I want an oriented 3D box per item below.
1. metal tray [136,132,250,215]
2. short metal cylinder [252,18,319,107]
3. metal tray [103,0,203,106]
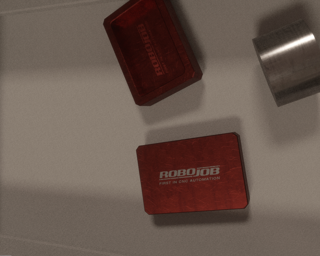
[{"bbox_3d":[0.040,0.058,0.393,0.130,0.030,0.089,-9,87,19],"label":"metal tray"},{"bbox_3d":[0.138,-0.068,0.333,0.050,0.080,0.080,-21,83,18],"label":"short metal cylinder"},{"bbox_3d":[-0.012,-0.104,0.404,0.090,0.030,0.129,-26,82,26],"label":"metal tray"}]
